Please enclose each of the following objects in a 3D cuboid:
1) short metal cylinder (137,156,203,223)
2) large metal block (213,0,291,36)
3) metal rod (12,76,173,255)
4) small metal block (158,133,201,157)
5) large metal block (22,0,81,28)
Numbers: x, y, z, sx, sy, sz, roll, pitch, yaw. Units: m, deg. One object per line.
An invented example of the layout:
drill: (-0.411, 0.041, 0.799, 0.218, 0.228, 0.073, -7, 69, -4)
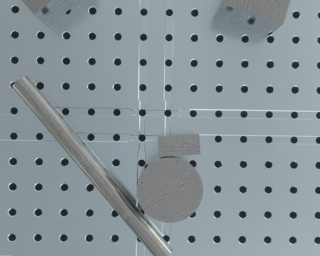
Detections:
short metal cylinder: (0.012, 0.075, 0.401, 0.081, 0.050, 0.079, 0, 90, -1)
large metal block: (0.124, -0.177, 0.402, 0.080, 0.050, 0.080, 18, 90, -1)
metal rod: (-0.089, 0.055, 0.412, 0.025, 0.025, 0.300, -40, 91, 0)
small metal block: (0.023, 0.021, 0.401, 0.050, 0.050, 0.025, -4, 90, -1)
large metal block: (-0.148, -0.193, 0.399, 0.080, 0.050, 0.080, -41, 91, 0)
